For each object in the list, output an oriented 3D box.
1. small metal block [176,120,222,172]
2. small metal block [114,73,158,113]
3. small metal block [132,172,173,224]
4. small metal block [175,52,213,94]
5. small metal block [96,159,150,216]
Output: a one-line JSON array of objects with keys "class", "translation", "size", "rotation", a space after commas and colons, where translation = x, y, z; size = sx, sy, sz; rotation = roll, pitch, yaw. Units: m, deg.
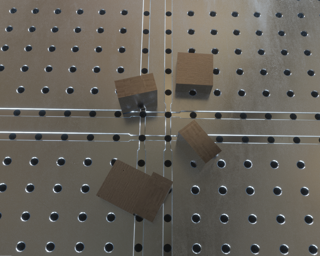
[{"class": "small metal block", "translation": [0.047, 0.024, 0.390], "size": [0.025, 0.050, 0.050], "rotation": [-37, 74, -12]}, {"class": "small metal block", "translation": [-0.031, -0.046, 0.415], "size": [0.050, 0.050, 0.025], "rotation": [-13, 71, -5]}, {"class": "small metal block", "translation": [-0.008, 0.084, 0.368], "size": [0.025, 0.050, 0.050], "rotation": [26, 72, 8]}, {"class": "small metal block", "translation": [0.049, -0.078, 0.441], "size": [0.050, 0.025, 0.050], "rotation": [4, 70, 1]}, {"class": "small metal block", "translation": [-0.042, 0.074, 0.384], "size": [0.050, 0.025, 0.050], "rotation": [26, 72, 9]}]
